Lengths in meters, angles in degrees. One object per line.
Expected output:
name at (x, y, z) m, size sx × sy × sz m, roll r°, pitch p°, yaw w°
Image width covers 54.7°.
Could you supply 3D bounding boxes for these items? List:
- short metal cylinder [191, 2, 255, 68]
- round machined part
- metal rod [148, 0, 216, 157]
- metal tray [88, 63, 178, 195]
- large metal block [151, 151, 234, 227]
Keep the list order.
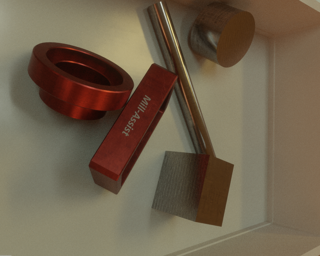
short metal cylinder at (0.091, -0.134, 0.447) m, size 0.081 × 0.050 × 0.079 m, roll -28°, pitch 137°, yaw -29°
round machined part at (-0.079, -0.043, 0.307) m, size 0.099 × 0.098 × 0.042 m, roll 5°, pitch 123°, yaw -40°
metal rod at (0.045, -0.028, 0.446) m, size 0.025 × 0.025 × 0.298 m, roll -33°, pitch 111°, yaw -35°
metal tray at (-0.028, 0.003, 0.342) m, size 0.030 × 0.090 × 0.130 m, roll 28°, pitch 68°, yaw 3°
large metal block at (0.042, 0.077, 0.409) m, size 0.050 × 0.080 × 0.080 m, roll 24°, pitch 75°, yaw -38°
